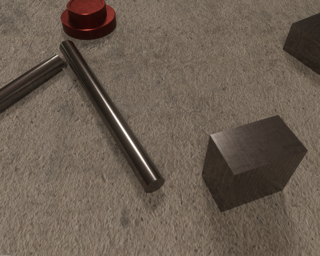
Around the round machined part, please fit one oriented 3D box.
[{"bbox_3d":[-0.131,-0.206,0.564,0.099,0.042,0.098,0,50,0],"label":"round machined part"}]

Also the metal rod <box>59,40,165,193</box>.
[{"bbox_3d":[-0.080,-0.035,0.431,0.025,0.025,0.300,-24,54,-19],"label":"metal rod"}]

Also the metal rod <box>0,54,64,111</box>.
[{"bbox_3d":[-0.248,-0.013,0.410,0.025,0.025,0.301,29,55,22],"label":"metal rod"}]

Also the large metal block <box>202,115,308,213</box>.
[{"bbox_3d":[0.097,0.040,0.335,0.081,0.080,0.050,-16,52,-13],"label":"large metal block"}]

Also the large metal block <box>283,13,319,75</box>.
[{"bbox_3d":[0.268,-0.142,0.510,0.081,0.050,0.080,-25,55,-20],"label":"large metal block"}]
